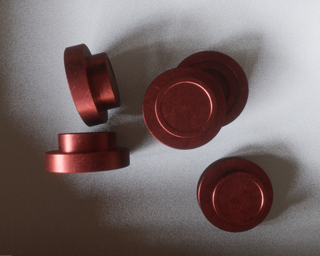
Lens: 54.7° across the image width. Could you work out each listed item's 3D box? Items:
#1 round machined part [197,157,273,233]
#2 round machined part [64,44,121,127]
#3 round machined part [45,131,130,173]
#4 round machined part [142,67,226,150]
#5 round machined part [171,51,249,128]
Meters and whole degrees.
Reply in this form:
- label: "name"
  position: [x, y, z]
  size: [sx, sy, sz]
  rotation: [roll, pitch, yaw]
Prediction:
- label: "round machined part"
  position: [0.099, 0.088, 0.404]
  size: [0.099, 0.042, 0.097]
  rotation: [0, 90, -1]
- label: "round machined part"
  position: [-0.077, -0.053, 0.374]
  size: [0.042, 0.098, 0.097]
  rotation: [-14, 90, 0]
- label: "round machined part"
  position: [-0.087, 0.026, 0.374]
  size: [0.099, 0.098, 0.042]
  rotation: [-2, 90, -1]
- label: "round machined part"
  position: [0.029, -0.023, 0.361]
  size: [0.099, 0.042, 0.097]
  rotation: [0, 90, -1]
- label: "round machined part"
  position: [0.061, -0.047, 0.404]
  size: [0.099, 0.042, 0.097]
  rotation: [0, 90, -1]
